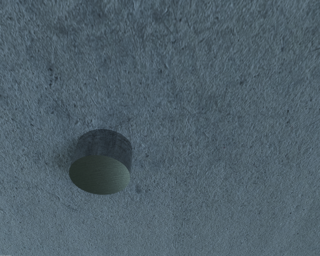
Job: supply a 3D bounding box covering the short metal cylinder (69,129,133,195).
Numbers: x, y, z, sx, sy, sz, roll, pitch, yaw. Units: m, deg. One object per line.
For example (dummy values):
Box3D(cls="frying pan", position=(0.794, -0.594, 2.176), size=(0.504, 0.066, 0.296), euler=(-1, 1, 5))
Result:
Box3D(cls="short metal cylinder", position=(-0.080, 0.048, 0.431), size=(0.080, 0.050, 0.080), euler=(0, 130, 0))
